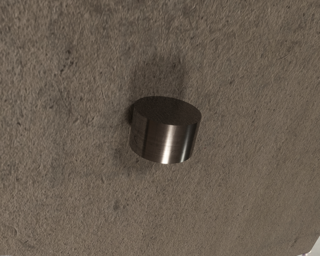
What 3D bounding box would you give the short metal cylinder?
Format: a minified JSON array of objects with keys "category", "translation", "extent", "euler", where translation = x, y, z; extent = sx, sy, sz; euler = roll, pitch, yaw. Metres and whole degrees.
[{"category":"short metal cylinder","translation":[0.006,0.000,0.376],"extent":[0.081,0.080,0.050],"euler":[-4,121,-27]}]
